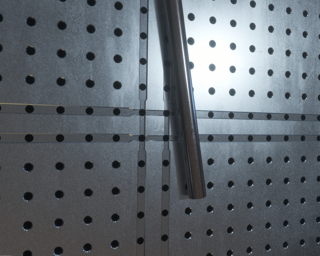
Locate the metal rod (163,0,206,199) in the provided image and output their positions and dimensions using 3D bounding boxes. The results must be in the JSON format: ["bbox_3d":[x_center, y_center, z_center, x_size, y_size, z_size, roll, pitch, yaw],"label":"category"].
[{"bbox_3d":[0.033,-0.052,0.425,0.025,0.025,0.298,-9,93,-20],"label":"metal rod"}]
